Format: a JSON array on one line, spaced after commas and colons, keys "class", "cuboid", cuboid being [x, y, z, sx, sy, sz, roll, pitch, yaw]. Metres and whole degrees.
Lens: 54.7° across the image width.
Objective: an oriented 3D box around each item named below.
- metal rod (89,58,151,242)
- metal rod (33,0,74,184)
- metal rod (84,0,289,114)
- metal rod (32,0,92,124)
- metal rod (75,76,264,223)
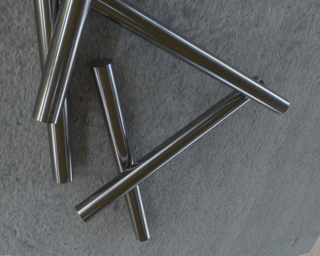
[{"class": "metal rod", "cuboid": [-0.045, 0.052, 0.415, 0.025, 0.025, 0.298, -20, 127, -17]}, {"class": "metal rod", "cuboid": [-0.106, -0.069, 0.306, 0.025, 0.025, 0.298, -9, 123, -24]}, {"class": "metal rod", "cuboid": [0.052, -0.079, 0.367, 0.302, 0.025, 0.025, 22, 107, -30]}, {"class": "metal rod", "cuboid": [-0.061, -0.145, 0.263, 0.025, 0.025, 0.298, 11, 107, -33]}, {"class": "metal rod", "cuboid": [0.023, 0.020, 0.411, 0.301, 0.025, 0.025, -35, 130, -14]}]
